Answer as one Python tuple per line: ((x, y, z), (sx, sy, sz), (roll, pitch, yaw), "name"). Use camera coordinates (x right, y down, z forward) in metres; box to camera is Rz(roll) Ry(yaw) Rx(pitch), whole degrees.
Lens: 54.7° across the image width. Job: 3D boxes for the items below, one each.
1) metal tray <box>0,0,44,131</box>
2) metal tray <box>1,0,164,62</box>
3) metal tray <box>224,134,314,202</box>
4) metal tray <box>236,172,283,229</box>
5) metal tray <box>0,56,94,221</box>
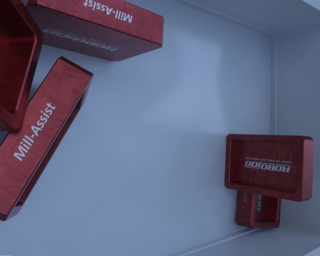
((-0.121, -0.063, 0.183), (0.130, 0.030, 0.090), (73, 18, -64), "metal tray")
((-0.073, -0.100, 0.302), (0.131, 0.090, 0.030), (6, 85, -40), "metal tray")
((0.161, 0.056, 0.473), (0.030, 0.130, 0.089), (5, 87, -40), "metal tray")
((0.179, 0.108, 0.549), (0.091, 0.030, 0.129), (15, 78, -39), "metal tray")
((-0.107, 0.011, 0.271), (0.030, 0.090, 0.130), (30, 70, -11), "metal tray")
